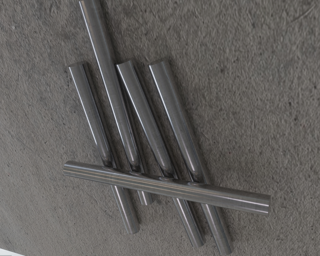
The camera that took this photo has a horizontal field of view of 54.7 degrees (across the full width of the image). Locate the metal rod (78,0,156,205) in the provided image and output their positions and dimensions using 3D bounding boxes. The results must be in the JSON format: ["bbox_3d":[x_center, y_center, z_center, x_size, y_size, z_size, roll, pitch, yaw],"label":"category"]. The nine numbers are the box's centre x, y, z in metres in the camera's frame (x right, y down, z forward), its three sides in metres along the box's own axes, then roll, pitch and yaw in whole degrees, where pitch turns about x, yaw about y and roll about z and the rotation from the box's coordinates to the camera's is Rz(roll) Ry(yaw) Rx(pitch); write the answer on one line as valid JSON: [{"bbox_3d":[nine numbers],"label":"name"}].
[{"bbox_3d":[-0.051,-0.018,0.422,0.025,0.025,0.298,1,119,28],"label":"metal rod"}]

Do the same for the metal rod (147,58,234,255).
[{"bbox_3d":[0.048,0.052,0.413,0.025,0.025,0.299,-8,115,32],"label":"metal rod"}]

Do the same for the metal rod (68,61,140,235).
[{"bbox_3d":[-0.078,0.046,0.476,0.025,0.025,0.298,1,119,28],"label":"metal rod"}]

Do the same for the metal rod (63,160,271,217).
[{"bbox_3d":[-0.008,0.077,0.424,0.301,0.025,0.025,6,121,25],"label":"metal rod"}]

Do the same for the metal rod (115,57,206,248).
[{"bbox_3d":[0.009,0.048,0.431,0.025,0.025,0.299,-8,115,32],"label":"metal rod"}]
